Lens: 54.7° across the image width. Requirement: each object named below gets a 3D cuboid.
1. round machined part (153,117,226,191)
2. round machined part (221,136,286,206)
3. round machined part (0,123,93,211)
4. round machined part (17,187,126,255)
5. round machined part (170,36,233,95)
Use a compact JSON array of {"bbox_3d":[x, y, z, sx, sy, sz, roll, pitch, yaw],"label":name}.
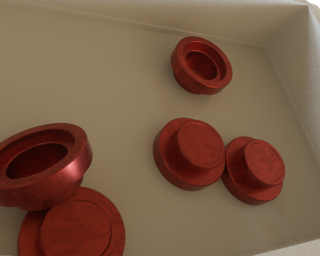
[{"bbox_3d":[0.044,0.028,0.401,0.099,0.042,0.098,14,56,-21],"label":"round machined part"},{"bbox_3d":[0.134,0.055,0.433,0.099,0.042,0.098,14,56,-21],"label":"round machined part"},{"bbox_3d":[-0.111,0.038,0.290,0.099,0.042,0.098,-8,31,5],"label":"round machined part"},{"bbox_3d":[-0.079,0.101,0.290,0.099,0.042,0.098,14,56,-21],"label":"round machined part"},{"bbox_3d":[0.060,-0.091,0.483,0.099,0.042,0.098,14,56,-21],"label":"round machined part"}]
